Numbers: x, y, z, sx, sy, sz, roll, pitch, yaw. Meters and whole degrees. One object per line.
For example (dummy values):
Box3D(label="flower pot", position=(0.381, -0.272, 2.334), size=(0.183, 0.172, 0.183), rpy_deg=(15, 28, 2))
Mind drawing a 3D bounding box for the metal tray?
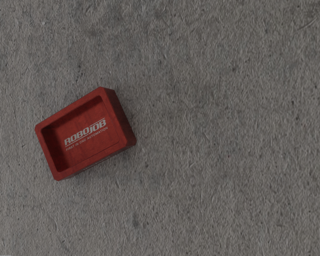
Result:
Box3D(label="metal tray", position=(-0.109, 0.010, 0.445), size=(0.130, 0.030, 0.090), rpy_deg=(-27, 81, 18))
